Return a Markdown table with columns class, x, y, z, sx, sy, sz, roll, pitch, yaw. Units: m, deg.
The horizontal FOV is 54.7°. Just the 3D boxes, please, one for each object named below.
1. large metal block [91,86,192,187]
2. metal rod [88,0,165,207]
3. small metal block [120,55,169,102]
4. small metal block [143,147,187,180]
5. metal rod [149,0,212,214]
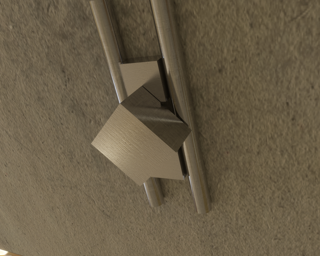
| class | x | y | z | sx | sy | sz | roll | pitch | yaw |
| --- | --- | --- | --- | --- | --- | --- | --- | --- | --- |
| large metal block | -0.023 | 0.011 | 0.375 | 0.080 | 0.050 | 0.080 | 42 | 129 | -1 |
| metal rod | -0.037 | -0.016 | 0.417 | 0.025 | 0.025 | 0.298 | 0 | 119 | 27 |
| small metal block | -0.015 | -0.059 | 0.377 | 0.050 | 0.025 | 0.050 | 1 | 119 | 27 |
| small metal block | 0.010 | 0.042 | 0.427 | 0.050 | 0.025 | 0.050 | 1 | 119 | 27 |
| metal rod | 0.030 | -0.015 | 0.382 | 0.025 | 0.025 | 0.298 | 0 | 119 | 27 |
